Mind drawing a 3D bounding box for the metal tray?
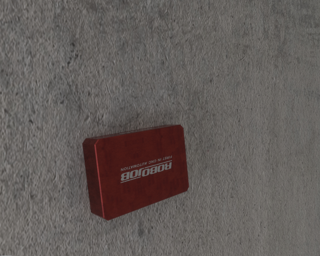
[{"bbox_3d":[-0.024,0.048,0.381,0.131,0.030,0.090,-10,97,-39],"label":"metal tray"}]
